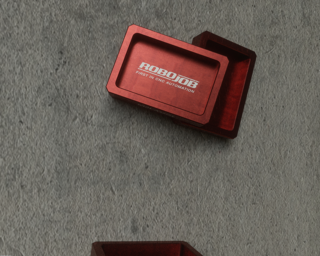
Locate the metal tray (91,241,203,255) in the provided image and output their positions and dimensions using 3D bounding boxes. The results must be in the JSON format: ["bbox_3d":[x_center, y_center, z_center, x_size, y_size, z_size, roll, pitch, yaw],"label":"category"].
[{"bbox_3d":[-0.011,0.166,0.370,0.131,0.090,0.030,7,88,-20],"label":"metal tray"}]

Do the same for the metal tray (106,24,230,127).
[{"bbox_3d":[0.010,-0.064,0.387,0.131,0.030,0.090,19,84,-1],"label":"metal tray"}]

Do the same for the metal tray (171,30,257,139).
[{"bbox_3d":[0.077,-0.057,0.434,0.091,0.030,0.129,17,84,-19],"label":"metal tray"}]
